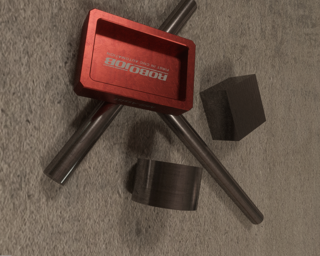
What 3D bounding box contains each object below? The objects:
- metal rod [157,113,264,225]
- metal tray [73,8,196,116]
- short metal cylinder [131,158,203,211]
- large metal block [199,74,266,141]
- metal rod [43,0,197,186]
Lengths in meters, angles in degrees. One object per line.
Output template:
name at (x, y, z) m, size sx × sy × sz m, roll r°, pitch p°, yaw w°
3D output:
metal rod at (0.087, 0.064, 0.480) m, size 0.300 × 0.025 × 0.025 m, roll 48°, pitch 61°, yaw -29°
metal tray at (-0.024, -0.070, 0.352) m, size 0.131 × 0.030 × 0.090 m, roll 11°, pitch 74°, yaw -24°
short metal cylinder at (0.009, 0.068, 0.379) m, size 0.081 × 0.080 × 0.050 m, roll 14°, pitch 81°, yaw -40°
large metal block at (0.117, -0.033, 0.489) m, size 0.081 × 0.050 × 0.080 m, roll -29°, pitch 109°, yaw -36°
metal rod at (-0.033, -0.062, 0.378) m, size 0.025 × 0.025 × 0.300 m, roll 49°, pitch 61°, yaw -30°
